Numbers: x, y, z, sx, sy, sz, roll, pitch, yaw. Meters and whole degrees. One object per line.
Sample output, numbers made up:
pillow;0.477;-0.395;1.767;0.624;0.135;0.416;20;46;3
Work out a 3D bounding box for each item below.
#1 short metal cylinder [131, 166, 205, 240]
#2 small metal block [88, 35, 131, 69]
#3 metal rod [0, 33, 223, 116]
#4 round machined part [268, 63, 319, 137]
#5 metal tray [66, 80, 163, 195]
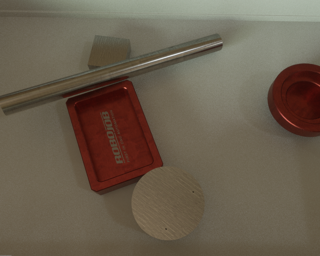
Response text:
short metal cylinder;0.009;0.090;0.364;0.081;0.050;0.080;0;70;0
small metal block;-0.072;-0.103;0.446;0.050;0.025;0.050;8;70;2
metal rod;-0.052;-0.076;0.411;0.302;0.025;0.025;-20;71;-16
round machined part;0.193;-0.034;0.415;0.099;0.042;0.098;0;70;-1
metal tray;-0.059;0.010;0.402;0.091;0.030;0.130;-19;71;-7
